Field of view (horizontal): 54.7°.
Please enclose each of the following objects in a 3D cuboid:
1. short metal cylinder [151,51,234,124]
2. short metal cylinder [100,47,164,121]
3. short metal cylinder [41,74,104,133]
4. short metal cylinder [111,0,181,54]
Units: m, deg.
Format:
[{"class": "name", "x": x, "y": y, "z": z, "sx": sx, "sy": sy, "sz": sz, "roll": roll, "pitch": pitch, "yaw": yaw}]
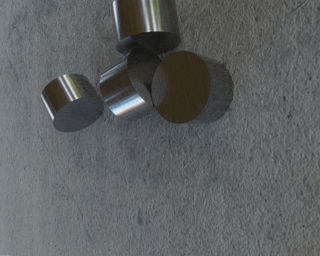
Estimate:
[{"class": "short metal cylinder", "x": 0.037, "y": -0.045, "z": 0.358, "sx": 0.080, "sy": 0.050, "sz": 0.080, "roll": 0, "pitch": 90, "yaw": 40}, {"class": "short metal cylinder", "x": -0.028, "y": -0.054, "z": 0.392, "sx": 0.050, "sy": 0.081, "sz": 0.080, "roll": -22, "pitch": 76, "yaw": 38}, {"class": "short metal cylinder", "x": -0.135, "y": -0.038, "z": 0.481, "sx": 0.080, "sy": 0.081, "sz": 0.050, "roll": -49, "pitch": 61, "yaw": 29}, {"class": "short metal cylinder", "x": -0.017, "y": -0.126, "z": 0.383, "sx": 0.080, "sy": 0.081, "sz": 0.050, "roll": -12, "pitch": 82, "yaw": 39}]
